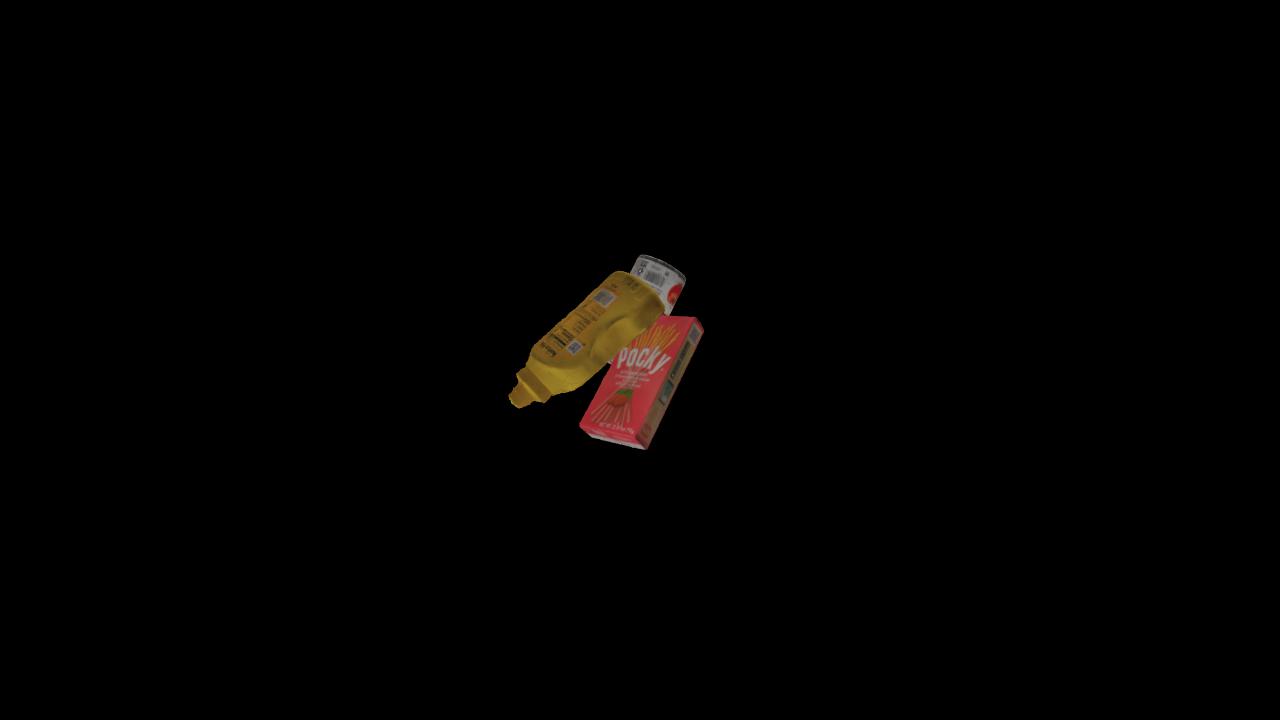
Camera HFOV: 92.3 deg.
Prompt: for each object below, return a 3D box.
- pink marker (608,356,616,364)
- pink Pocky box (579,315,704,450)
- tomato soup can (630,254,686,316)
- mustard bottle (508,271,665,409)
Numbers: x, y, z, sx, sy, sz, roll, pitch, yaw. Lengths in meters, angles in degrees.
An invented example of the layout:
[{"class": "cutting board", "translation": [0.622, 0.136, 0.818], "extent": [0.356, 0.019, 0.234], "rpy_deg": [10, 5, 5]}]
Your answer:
[{"class": "pink marker", "translation": [-0.017, -0.002, 0.732], "extent": [0.020, 0.020, 0.121], "rpy_deg": [0, 1, -18]}, {"class": "pink Pocky box", "translation": [0.003, 0.018, 0.667], "extent": [0.084, 0.155, 0.029], "rpy_deg": [7, -30, 41]}, {"class": "tomato soup can", "translation": [0.005, -0.067, 0.738], "extent": [0.068, 0.101, 0.068], "rpy_deg": [26, -4, 2]}, {"class": "mustard bottle", "translation": [-0.065, -0.016, 0.650], "extent": [0.092, 0.184, 0.054], "rpy_deg": [36, -16, 45]}]
